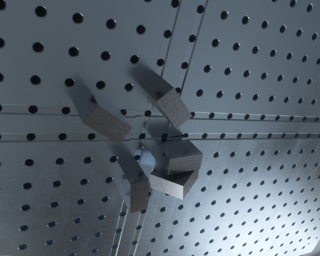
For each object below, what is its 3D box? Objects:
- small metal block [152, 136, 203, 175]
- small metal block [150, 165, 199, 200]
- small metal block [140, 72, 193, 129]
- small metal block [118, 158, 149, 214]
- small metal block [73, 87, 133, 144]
[{"bbox_3d":[0.023,0.037,0.429,0.050,0.050,0.025,-6,120,-25],"label":"small metal block"},{"bbox_3d":[0.021,0.067,0.434,0.050,0.050,0.025,-44,142,-47],"label":"small metal block"},{"bbox_3d":[0.007,-0.034,0.378,0.025,0.050,0.050,-39,129,-2],"label":"small metal block"},{"bbox_3d":[-0.037,0.078,0.422,0.025,0.050,0.050,-10,123,-23],"label":"small metal block"},{"bbox_3d":[-0.065,-0.014,0.350,0.025,0.050,0.050,-49,129,6],"label":"small metal block"}]
